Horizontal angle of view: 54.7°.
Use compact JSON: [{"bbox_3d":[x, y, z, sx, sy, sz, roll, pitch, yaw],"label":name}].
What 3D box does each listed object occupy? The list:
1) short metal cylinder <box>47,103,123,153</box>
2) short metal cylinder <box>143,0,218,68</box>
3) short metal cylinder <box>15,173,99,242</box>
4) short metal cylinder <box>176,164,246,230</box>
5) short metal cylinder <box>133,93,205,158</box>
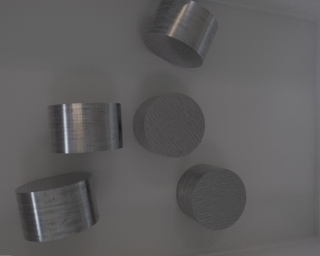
[{"bbox_3d":[-0.083,-0.001,0.350,0.081,0.080,0.050,-3,91,-20],"label":"short metal cylinder"},{"bbox_3d":[0.026,-0.118,0.390,0.080,0.080,0.050,26,82,-18],"label":"short metal cylinder"},{"bbox_3d":[-0.111,0.083,0.340,0.081,0.080,0.050,-10,94,-20],"label":"short metal cylinder"},{"bbox_3d":[0.069,0.092,0.423,0.081,0.050,0.080,0,90,-20],"label":"short metal cylinder"},{"bbox_3d":[0.011,-0.004,0.401,0.081,0.050,0.080,0,90,-20],"label":"short metal cylinder"}]
